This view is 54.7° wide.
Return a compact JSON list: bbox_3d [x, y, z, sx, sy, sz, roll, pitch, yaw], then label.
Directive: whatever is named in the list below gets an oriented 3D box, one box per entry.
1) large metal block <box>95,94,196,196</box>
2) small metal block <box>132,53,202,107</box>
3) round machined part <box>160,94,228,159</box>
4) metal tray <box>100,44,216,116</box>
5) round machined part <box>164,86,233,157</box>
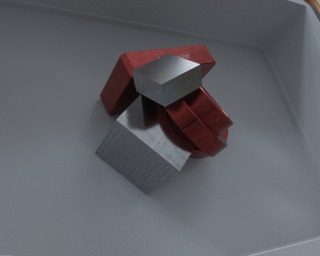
[{"bbox_3d":[-0.016,0.021,0.349,0.080,0.080,0.050,39,51,-2],"label":"large metal block"},{"bbox_3d":[0.007,-0.052,0.322,0.050,0.025,0.050,-31,40,-25],"label":"small metal block"},{"bbox_3d":[0.039,-0.003,0.419,0.099,0.042,0.098,14,56,-21],"label":"round machined part"},{"bbox_3d":[-0.002,-0.062,0.400,0.131,0.090,0.030,-16,71,-35],"label":"metal tray"},{"bbox_3d":[0.046,-0.018,0.356,0.098,0.042,0.098,46,13,-13],"label":"round machined part"}]
